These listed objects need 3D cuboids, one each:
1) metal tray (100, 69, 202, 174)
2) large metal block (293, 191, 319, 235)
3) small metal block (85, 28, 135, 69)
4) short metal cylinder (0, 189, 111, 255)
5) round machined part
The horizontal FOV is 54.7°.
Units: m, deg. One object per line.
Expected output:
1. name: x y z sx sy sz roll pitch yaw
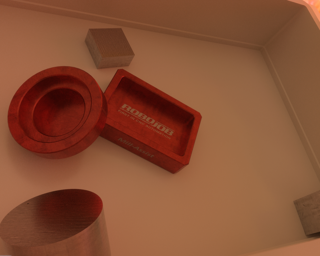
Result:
1. metal tray: -0.016 -0.010 0.400 0.131 0.030 0.090 29 52 -10
2. large metal block: 0.255 0.113 0.436 0.081 0.080 0.050 1 62 -21
3. small metal block: -0.071 -0.113 0.437 0.050 0.025 0.050 -14 69 -34
4. short metal cylinder: -0.085 0.093 0.260 0.081 0.080 0.050 -18 112 -35
5. round machined part: -0.103 -0.013 0.329 0.099 0.042 0.098 -2 67 6
